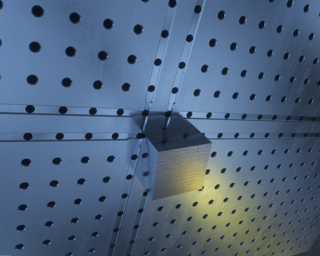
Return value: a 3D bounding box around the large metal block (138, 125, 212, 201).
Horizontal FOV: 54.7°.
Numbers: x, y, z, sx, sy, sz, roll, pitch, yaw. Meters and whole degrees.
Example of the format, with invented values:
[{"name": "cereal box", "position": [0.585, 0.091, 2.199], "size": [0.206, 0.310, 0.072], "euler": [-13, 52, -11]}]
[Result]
[{"name": "large metal block", "position": [0.019, 0.047, 0.437], "size": [0.081, 0.050, 0.079], "euler": [-7, 122, -25]}]
